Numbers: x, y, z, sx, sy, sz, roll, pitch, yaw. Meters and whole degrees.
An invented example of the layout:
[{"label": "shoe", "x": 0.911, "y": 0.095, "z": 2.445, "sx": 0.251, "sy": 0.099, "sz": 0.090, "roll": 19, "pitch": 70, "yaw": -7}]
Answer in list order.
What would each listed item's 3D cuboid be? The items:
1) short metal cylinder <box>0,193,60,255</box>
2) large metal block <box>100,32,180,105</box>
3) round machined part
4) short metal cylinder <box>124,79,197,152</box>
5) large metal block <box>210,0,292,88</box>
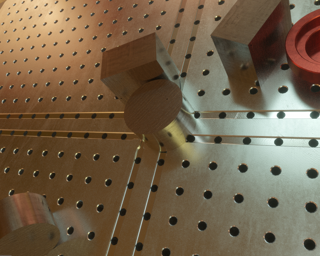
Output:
[{"label": "short metal cylinder", "x": -0.173, "y": 0.127, "z": 0.386, "sx": 0.080, "sy": 0.080, "sz": 0.050, "roll": -42, "pitch": 51, "yaw": 0}, {"label": "large metal block", "x": -0.025, "y": -0.075, "z": 0.432, "sx": 0.080, "sy": 0.080, "sz": 0.050, "roll": -15, "pitch": 56, "yaw": 19}, {"label": "round machined part", "x": 0.195, "y": -0.087, "z": 0.348, "sx": 0.098, "sy": 0.042, "sz": 0.098, "roll": -13, "pitch": 56, "yaw": 21}, {"label": "short metal cylinder", "x": 0.001, "y": -0.016, "z": 0.402, "sx": 0.080, "sy": 0.050, "sz": 0.080, "roll": -13, "pitch": 56, "yaw": 21}, {"label": "large metal block", "x": 0.116, "y": -0.110, "z": 0.379, "sx": 0.050, "sy": 0.080, "sz": 0.080, "roll": 30, "pitch": 78, "yaw": 37}]
